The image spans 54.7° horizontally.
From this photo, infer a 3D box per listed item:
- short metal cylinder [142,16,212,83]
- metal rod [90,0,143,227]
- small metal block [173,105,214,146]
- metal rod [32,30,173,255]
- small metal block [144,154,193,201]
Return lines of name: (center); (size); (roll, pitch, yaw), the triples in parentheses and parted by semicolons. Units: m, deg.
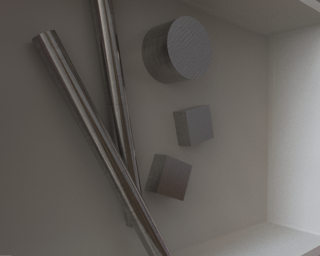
short metal cylinder: (0.023, -0.102, 0.411); (0.081, 0.050, 0.079); (0, 90, -40)
metal rod: (-0.050, -0.029, 0.365); (0.025, 0.025, 0.298); (-14, 99, -39)
small metal block: (0.049, -0.004, 0.451); (0.050, 0.025, 0.050); (-17, 101, -39)
metal rod: (-0.053, 0.039, 0.342); (0.025, 0.025, 0.299); (-34, 105, -35)
small metal block: (0.012, 0.067, 0.419); (0.050, 0.025, 0.050); (26, 74, -37)
